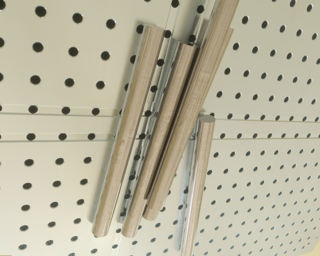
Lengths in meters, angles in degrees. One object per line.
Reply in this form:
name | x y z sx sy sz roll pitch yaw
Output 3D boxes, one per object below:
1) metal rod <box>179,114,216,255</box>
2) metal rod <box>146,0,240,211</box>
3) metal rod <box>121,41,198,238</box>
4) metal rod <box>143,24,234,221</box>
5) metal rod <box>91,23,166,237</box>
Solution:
metal rod | 0.057 0.115 0.512 0.025 0.025 0.298 -10 123 -23
metal rod | 0.036 -0.022 0.392 0.025 0.025 0.298 5 115 -31
metal rod | -0.008 0.031 0.425 0.025 0.025 0.298 3 117 -30
metal rod | 0.030 0.006 0.430 0.025 0.025 0.298 6 115 -31
metal rod | -0.047 0.020 0.397 0.025 0.025 0.298 3 117 -30
